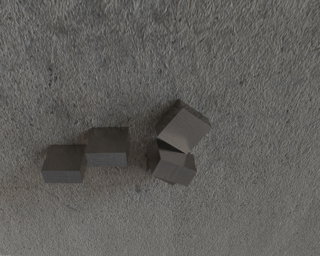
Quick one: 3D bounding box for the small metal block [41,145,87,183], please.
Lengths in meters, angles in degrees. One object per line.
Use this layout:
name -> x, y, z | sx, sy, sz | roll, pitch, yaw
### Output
small metal block -> -0.131, 0.049, 0.431 | 0.050, 0.050, 0.025 | 0, 130, -1

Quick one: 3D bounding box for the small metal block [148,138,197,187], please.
small metal block -> 0.015, 0.044, 0.397 | 0.050, 0.050, 0.025 | 21, 112, -17

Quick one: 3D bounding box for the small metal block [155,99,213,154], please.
small metal block -> 0.030, -0.001, 0.400 | 0.050, 0.025, 0.050 | 32, 112, -24

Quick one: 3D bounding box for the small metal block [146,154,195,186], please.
small metal block -> 0.015, 0.052, 0.452 | 0.050, 0.025, 0.050 | 31, 124, -24

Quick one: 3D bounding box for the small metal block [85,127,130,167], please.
small metal block -> -0.067, 0.024, 0.411 | 0.050, 0.050, 0.025 | -1, 130, 1
